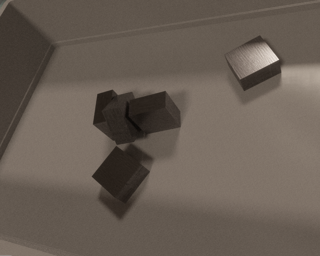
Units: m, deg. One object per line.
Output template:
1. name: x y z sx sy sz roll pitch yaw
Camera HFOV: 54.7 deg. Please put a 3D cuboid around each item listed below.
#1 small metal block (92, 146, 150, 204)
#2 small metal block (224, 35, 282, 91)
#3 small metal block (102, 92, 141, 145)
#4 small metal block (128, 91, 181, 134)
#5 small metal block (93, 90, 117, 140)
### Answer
1. small metal block: -0.050 0.059 0.394 0.050 0.025 0.050 31 79 37
2. small metal block: 0.117 -0.083 0.394 0.050 0.025 0.050 -27 53 11
3. small metal block: -0.047 -0.013 0.408 0.025 0.050 0.050 -11 25 21
4. small metal block: -0.006 -0.018 0.403 0.050 0.050 0.025 -12 57 21
5. small metal block: -0.066 -0.017 0.433 0.025 0.050 0.050 -13 57 21
